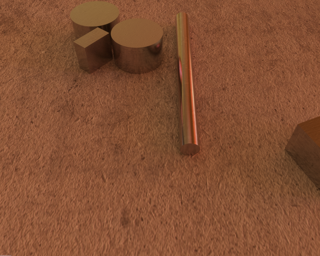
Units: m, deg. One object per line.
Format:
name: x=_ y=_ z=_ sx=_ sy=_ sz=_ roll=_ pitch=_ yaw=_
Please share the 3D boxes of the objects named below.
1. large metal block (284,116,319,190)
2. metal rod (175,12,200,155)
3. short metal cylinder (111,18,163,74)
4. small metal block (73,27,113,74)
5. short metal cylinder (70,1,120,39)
large metal block: x=0.213 y=0.028 z=0.367 sx=0.081 sy=0.050 sz=0.080 roll=-18 pitch=53 yaw=-15
metal rod: x=0.039 y=-0.088 z=0.477 sx=0.025 sy=0.025 sz=0.300 roll=1 pitch=50 yaw=0
short metal cylinder: x=-0.036 y=-0.132 z=0.498 sx=0.081 sy=0.050 sz=0.080 roll=0 pitch=50 yaw=0
small metal block: x=-0.104 y=-0.122 z=0.488 sx=0.025 sy=0.050 sz=0.050 roll=32 pitch=57 yaw=23
short metal cylinder: x=-0.108 y=-0.175 z=0.532 sx=0.081 sy=0.050 sz=0.080 roll=0 pitch=50 yaw=0
